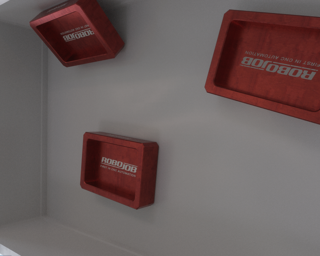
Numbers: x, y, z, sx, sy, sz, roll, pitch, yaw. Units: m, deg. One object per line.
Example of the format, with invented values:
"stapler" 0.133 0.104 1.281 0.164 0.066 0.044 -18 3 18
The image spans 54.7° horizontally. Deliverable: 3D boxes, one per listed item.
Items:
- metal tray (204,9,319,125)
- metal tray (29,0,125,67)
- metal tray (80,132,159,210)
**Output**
"metal tray" 0.115 -0.064 0.307 0.130 0.030 0.089 23 104 37
"metal tray" -0.128 -0.143 0.472 0.130 0.090 0.030 1 49 40
"metal tray" -0.064 0.057 0.456 0.130 0.030 0.089 8 95 39
